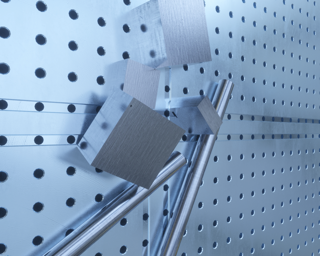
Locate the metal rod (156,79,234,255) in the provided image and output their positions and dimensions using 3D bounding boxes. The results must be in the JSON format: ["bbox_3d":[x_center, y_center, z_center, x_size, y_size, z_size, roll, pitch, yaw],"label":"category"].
[{"bbox_3d":[0.053,0.061,0.453,0.025,0.025,0.300,35,69,-35],"label":"metal rod"}]

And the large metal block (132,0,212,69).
[{"bbox_3d":[0.017,-0.121,0.407,0.081,0.050,0.079,-16,100,-39],"label":"large metal block"}]

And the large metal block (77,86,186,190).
[{"bbox_3d":[-0.032,0.012,0.350,0.080,0.050,0.080,32,91,-36],"label":"large metal block"}]

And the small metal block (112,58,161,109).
[{"bbox_3d":[-0.030,-0.053,0.384,0.050,0.025,0.050,13,82,-39],"label":"small metal block"}]

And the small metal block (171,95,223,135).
[{"bbox_3d":[0.052,-0.018,0.436,0.025,0.050,0.050,-50,120,-28],"label":"small metal block"}]

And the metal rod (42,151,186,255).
[{"bbox_3d":[-0.076,0.114,0.345,0.302,0.025,0.025,-35,112,-34],"label":"metal rod"}]
